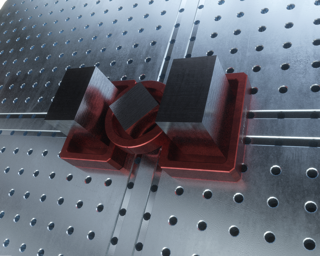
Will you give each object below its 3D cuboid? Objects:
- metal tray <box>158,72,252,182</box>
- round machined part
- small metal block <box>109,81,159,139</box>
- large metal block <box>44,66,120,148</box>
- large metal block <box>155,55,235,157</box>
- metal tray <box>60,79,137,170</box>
[{"bbox_3d":[0.057,-0.004,0.377,0.090,0.030,0.130,0,61,28],"label":"metal tray"},{"bbox_3d":[-0.018,-0.010,0.402,0.098,0.042,0.098,-13,56,21],"label":"round machined part"},{"bbox_3d":[-0.028,-0.022,0.384,0.050,0.025,0.050,-39,51,2],"label":"small metal block"},{"bbox_3d":[-0.097,-0.026,0.423,0.050,0.080,0.080,1,62,29],"label":"large metal block"},{"bbox_3d":[0.044,-0.022,0.346,0.050,0.080,0.080,2,63,29],"label":"large metal block"},{"bbox_3d":[-0.082,-0.007,0.452,0.090,0.030,0.130,1,62,28],"label":"metal tray"}]
